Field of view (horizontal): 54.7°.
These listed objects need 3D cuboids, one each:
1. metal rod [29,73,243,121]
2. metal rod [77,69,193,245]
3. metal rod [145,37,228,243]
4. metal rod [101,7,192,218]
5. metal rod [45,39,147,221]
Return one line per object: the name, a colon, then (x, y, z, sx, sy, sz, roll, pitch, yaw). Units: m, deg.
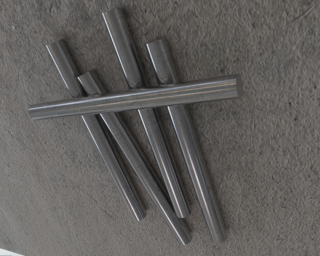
metal rod: (-0.051, -0.032, 0.380, 0.300, 0.025, 0.025, -4, 117, 30)
metal rod: (-0.030, 0.052, 0.454, 0.025, 0.025, 0.299, -18, 109, 35)
metal rod: (0.041, 0.031, 0.404, 0.025, 0.025, 0.298, -6, 116, 31)
metal rod: (-0.010, -0.004, 0.409, 0.025, 0.025, 0.298, -5, 116, 30)
metal rod: (-0.086, 0.016, 0.462, 0.025, 0.025, 0.299, -9, 114, 32)
